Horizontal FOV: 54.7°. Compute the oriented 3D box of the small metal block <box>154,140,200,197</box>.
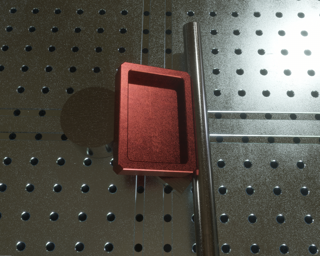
[{"bbox_3d":[0.022,0.051,0.392,0.050,0.025,0.050,37,74,12],"label":"small metal block"}]

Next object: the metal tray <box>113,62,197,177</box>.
[{"bbox_3d":[-0.007,-0.010,0.370,0.091,0.030,0.130,6,69,-19],"label":"metal tray"}]

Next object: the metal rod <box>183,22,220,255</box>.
[{"bbox_3d":[0.048,-0.001,0.386,0.025,0.025,0.299,-1,70,-1],"label":"metal rod"}]

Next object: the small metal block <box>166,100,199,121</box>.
[{"bbox_3d":[0.032,-0.031,0.424,0.050,0.025,0.050,-14,71,-6],"label":"small metal block"}]

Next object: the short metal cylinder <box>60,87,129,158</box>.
[{"bbox_3d":[-0.081,-0.006,0.399,0.081,0.050,0.080,0,70,0],"label":"short metal cylinder"}]
